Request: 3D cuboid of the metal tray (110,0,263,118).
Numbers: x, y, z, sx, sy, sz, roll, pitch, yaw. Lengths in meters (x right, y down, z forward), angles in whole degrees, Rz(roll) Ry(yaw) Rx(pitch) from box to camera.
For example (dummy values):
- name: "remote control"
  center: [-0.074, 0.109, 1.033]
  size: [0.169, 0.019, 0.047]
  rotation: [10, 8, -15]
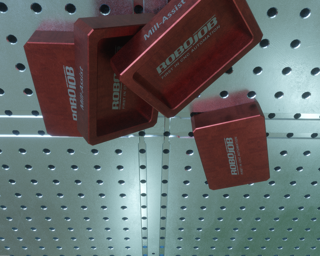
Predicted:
- name: "metal tray"
  center: [0.028, -0.077, 0.304]
  size: [0.130, 0.030, 0.090]
  rotation: [-41, 139, 11]

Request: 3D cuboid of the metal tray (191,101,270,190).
- name: "metal tray"
  center: [0.102, 0.030, 0.436]
  size: [0.090, 0.030, 0.129]
  rotation: [-13, 129, 10]

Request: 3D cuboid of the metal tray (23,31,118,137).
- name: "metal tray"
  center: [-0.097, -0.046, 0.367]
  size: [0.091, 0.030, 0.129]
  rotation: [1, 130, -2]

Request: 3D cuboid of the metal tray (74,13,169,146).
- name: "metal tray"
  center: [-0.041, -0.050, 0.329]
  size: [0.091, 0.030, 0.129]
  rotation: [-18, 134, -32]
